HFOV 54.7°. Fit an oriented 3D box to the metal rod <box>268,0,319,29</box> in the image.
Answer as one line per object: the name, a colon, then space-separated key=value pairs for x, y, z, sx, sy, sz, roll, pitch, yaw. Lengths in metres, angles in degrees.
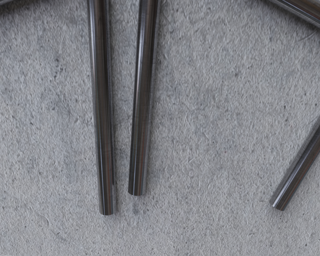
metal rod: x=0.104 y=-0.169 z=0.348 sx=0.301 sy=0.025 sz=0.025 roll=24 pitch=108 yaw=-9

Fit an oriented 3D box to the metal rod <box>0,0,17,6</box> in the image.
metal rod: x=-0.183 y=-0.153 z=0.351 sx=0.301 sy=0.025 sz=0.025 roll=-18 pitch=109 yaw=6

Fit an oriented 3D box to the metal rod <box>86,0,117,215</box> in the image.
metal rod: x=-0.074 y=-0.019 z=0.401 sx=0.025 sy=0.025 sz=0.298 roll=1 pitch=110 yaw=-1

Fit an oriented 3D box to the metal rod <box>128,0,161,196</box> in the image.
metal rod: x=-0.020 y=-0.049 z=0.391 sx=0.025 sy=0.025 sz=0.298 roll=5 pitch=110 yaw=-2

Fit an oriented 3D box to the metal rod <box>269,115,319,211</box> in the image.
metal rod: x=0.225 y=-0.017 z=0.405 sx=0.025 sy=0.025 sz=0.298 roll=20 pitch=109 yaw=-7
